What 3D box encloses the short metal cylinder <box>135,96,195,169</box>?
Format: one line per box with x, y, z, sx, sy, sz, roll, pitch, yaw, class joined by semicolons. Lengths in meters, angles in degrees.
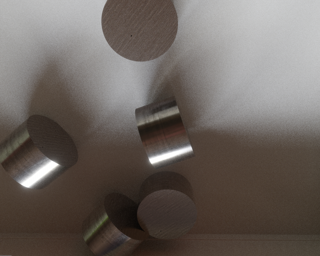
0.007;0.005;0.384;0.050;0.080;0.080;-19;109;6;short metal cylinder

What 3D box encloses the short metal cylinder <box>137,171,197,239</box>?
0.009;0.108;0.438;0.081;0.050;0.079;0;110;-1;short metal cylinder

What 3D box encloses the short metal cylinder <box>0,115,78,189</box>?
-0.151;0.030;0.391;0.050;0.080;0.080;-38;106;12;short metal cylinder

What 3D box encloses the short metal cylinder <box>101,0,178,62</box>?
-0.021;-0.121;0.348;0.081;0.050;0.079;0;118;0;short metal cylinder

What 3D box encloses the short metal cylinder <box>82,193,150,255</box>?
-0.060;0.138;0.432;0.080;0.080;0.050;39;106;-13;short metal cylinder
